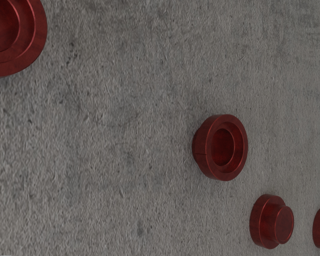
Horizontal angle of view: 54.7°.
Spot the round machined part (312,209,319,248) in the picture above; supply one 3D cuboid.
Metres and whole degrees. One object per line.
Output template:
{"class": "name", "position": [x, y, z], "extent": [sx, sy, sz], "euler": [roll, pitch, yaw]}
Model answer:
{"class": "round machined part", "position": [0.404, 0.241, 0.733], "extent": [0.099, 0.042, 0.097], "euler": [0, 90, -40]}

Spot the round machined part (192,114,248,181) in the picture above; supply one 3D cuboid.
{"class": "round machined part", "position": [0.086, 0.028, 0.466], "extent": [0.099, 0.042, 0.097], "euler": [0, 90, -40]}

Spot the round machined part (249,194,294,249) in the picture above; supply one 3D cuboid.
{"class": "round machined part", "position": [0.211, 0.174, 0.571], "extent": [0.099, 0.042, 0.097], "euler": [0, 90, -40]}

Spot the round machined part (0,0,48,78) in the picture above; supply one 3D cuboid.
{"class": "round machined part", "position": [-0.153, -0.090, 0.265], "extent": [0.099, 0.042, 0.097], "euler": [0, 90, -40]}
